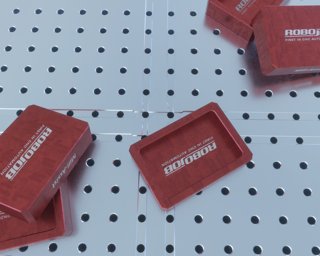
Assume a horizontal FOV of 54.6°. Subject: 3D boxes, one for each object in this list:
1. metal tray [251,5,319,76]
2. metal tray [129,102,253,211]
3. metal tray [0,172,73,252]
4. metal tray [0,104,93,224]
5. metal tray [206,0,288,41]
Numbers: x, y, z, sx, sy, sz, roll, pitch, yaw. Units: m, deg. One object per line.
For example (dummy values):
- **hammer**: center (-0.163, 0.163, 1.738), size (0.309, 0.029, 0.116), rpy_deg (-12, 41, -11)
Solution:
- **metal tray**: center (0.202, -0.124, 0.437), size (0.131, 0.030, 0.090), rpy_deg (-5, 80, -12)
- **metal tray**: center (0.038, 0.035, 0.396), size (0.131, 0.030, 0.090), rpy_deg (-28, 73, -10)
- **metal tray**: center (-0.179, 0.098, 0.372), size (0.131, 0.030, 0.090), rpy_deg (-12, 70, -5)
- **metal tray**: center (-0.152, 0.036, 0.368), size (0.090, 0.030, 0.130), rpy_deg (18, 52, 13)
- **metal tray**: center (0.146, -0.208, 0.485), size (0.090, 0.030, 0.130), rpy_deg (38, 74, 12)
